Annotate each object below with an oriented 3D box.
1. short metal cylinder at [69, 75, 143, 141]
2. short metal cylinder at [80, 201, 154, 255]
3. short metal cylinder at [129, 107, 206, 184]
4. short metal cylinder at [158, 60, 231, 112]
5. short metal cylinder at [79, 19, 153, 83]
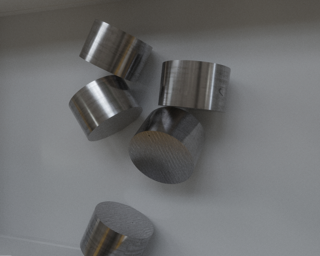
[{"bbox_3d":[-0.070,-0.025,0.405,0.080,0.080,0.050,-35,79,16],"label":"short metal cylinder"},{"bbox_3d":[-0.055,0.138,0.400,0.080,0.080,0.050,27,99,17],"label":"short metal cylinder"},{"bbox_3d":[0.009,0.021,0.374,0.080,0.050,0.079,13,130,16],"label":"short metal cylinder"},{"bbox_3d":[0.040,-0.047,0.367,0.080,0.080,0.050,7,92,19],"label":"short metal cylinder"},{"bbox_3d":[-0.056,-0.098,0.400,0.080,0.080,0.050,29,100,17],"label":"short metal cylinder"}]
